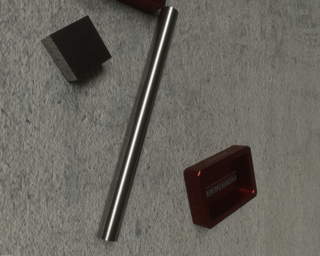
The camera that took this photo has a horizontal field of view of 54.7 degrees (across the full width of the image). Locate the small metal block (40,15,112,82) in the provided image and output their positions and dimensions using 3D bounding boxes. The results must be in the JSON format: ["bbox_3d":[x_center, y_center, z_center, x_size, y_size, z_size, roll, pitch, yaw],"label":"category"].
[{"bbox_3d":[-0.088,-0.084,0.332,0.050,0.025,0.050,-43,117,-32],"label":"small metal block"}]

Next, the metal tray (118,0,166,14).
[{"bbox_3d":[-0.048,-0.202,0.362,0.131,0.030,0.089,9,84,-40],"label":"metal tray"}]

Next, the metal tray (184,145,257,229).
[{"bbox_3d":[0.100,0.088,0.487,0.131,0.030,0.089,-19,102,-39],"label":"metal tray"}]

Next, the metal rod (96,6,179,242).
[{"bbox_3d":[-0.024,-0.015,0.386,0.025,0.025,0.299,24,75,-38],"label":"metal rod"}]
